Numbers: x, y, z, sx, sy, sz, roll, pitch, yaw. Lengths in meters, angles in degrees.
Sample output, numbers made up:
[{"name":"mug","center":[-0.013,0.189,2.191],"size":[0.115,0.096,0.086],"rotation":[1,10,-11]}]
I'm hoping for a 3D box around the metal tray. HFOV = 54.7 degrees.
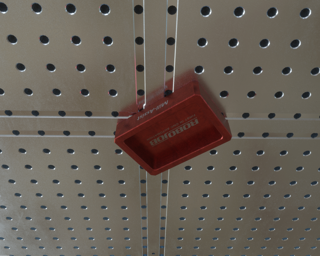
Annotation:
[{"name":"metal tray","center":[0.017,0.006,0.413],"size":[0.130,0.030,0.090],"rotation":[-28,125,21]}]
